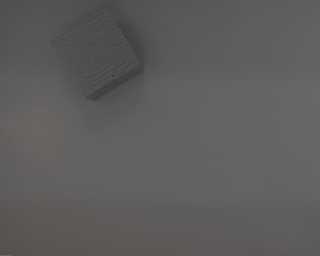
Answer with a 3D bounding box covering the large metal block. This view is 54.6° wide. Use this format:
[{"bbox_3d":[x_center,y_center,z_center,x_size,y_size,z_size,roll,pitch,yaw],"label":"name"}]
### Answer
[{"bbox_3d":[-0.077,-0.091,0.398,0.080,0.050,0.080,-31,90,0],"label":"large metal block"}]
